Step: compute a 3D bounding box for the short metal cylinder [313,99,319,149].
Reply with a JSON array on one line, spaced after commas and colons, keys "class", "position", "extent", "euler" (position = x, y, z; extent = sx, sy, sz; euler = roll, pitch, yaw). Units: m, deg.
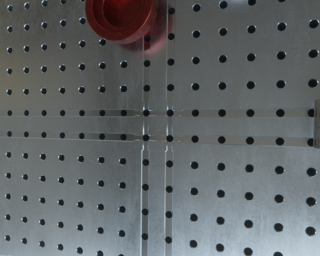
[{"class": "short metal cylinder", "position": [0.200, -0.003, 0.313], "extent": [0.080, 0.080, 0.050], "euler": [2, 91, 20]}]

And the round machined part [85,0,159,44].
[{"class": "round machined part", "position": [-0.048, -0.162, 0.420], "extent": [0.098, 0.042, 0.097], "euler": [0, 90, 20]}]
